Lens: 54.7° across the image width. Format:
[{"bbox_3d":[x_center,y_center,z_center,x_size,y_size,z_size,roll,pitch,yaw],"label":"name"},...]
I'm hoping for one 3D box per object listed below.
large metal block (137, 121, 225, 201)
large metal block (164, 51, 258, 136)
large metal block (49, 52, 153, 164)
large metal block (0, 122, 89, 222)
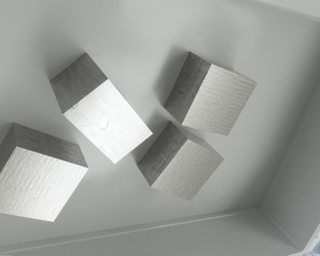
[{"bbox_3d":[0.029,0.048,0.438,0.080,0.050,0.080,29,102,-38],"label":"large metal block"},{"bbox_3d":[0.064,-0.042,0.401,0.081,0.050,0.080,13,112,-34],"label":"large metal block"},{"bbox_3d":[-0.063,-0.022,0.325,0.050,0.080,0.080,-39,129,-2],"label":"large metal block"},{"bbox_3d":[-0.141,0.051,0.347,0.080,0.050,0.080,26,104,-37],"label":"large metal block"}]
